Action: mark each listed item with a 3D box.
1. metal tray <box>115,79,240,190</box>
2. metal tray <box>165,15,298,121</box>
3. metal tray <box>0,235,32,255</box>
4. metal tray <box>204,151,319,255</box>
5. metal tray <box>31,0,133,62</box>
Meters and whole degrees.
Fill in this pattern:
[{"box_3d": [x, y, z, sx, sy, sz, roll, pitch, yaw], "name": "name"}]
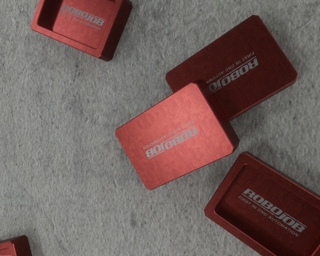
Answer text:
[{"box_3d": [0.017, 0.011, 0.378, 0.130, 0.030, 0.090, -30, 89, 29], "name": "metal tray"}, {"box_3d": [0.084, -0.061, 0.377, 0.130, 0.030, 0.090, -32, 80, 16], "name": "metal tray"}, {"box_3d": [-0.263, 0.232, 0.496, 0.130, 0.030, 0.090, -19, 84, 18], "name": "metal tray"}, {"box_3d": [0.130, 0.098, 0.360, 0.130, 0.030, 0.090, 33, 100, 16], "name": "metal tray"}, {"box_3d": [-0.114, -0.161, 0.445, 0.130, 0.030, 0.089, 26, 98, 17], "name": "metal tray"}]
